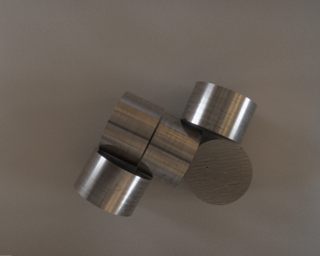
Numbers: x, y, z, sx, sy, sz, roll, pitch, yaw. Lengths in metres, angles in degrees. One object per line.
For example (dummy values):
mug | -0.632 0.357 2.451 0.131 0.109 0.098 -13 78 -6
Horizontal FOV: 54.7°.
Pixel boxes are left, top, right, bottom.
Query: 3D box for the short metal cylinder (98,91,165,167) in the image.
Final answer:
short metal cylinder | -0.034 0.001 0.382 0.050 0.080 0.080 26 90 -1

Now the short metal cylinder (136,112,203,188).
short metal cylinder | 0.012 0.027 0.383 0.050 0.080 0.080 27 90 -1

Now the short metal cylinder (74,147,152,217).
short metal cylinder | -0.057 0.065 0.382 0.080 0.080 0.050 29 90 -1

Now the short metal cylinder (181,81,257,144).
short metal cylinder | 0.072 -0.018 0.383 0.080 0.080 0.050 23 90 -1

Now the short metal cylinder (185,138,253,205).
short metal cylinder | 0.071 0.053 0.398 0.081 0.050 0.079 0 90 -1
